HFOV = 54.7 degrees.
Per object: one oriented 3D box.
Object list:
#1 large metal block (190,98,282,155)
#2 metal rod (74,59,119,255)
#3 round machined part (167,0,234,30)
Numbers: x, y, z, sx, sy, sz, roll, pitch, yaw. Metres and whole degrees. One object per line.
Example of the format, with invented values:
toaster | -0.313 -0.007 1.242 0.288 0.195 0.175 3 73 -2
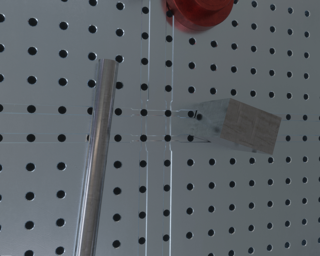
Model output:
large metal block | 0.100 -0.001 0.421 0.081 0.080 0.050 18 84 -19
metal rod | -0.081 0.065 0.382 0.025 0.025 0.298 7 88 -20
round machined part | 0.061 -0.189 0.426 0.099 0.042 0.097 0 90 -20
